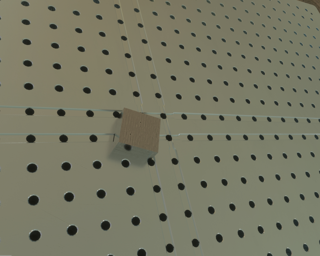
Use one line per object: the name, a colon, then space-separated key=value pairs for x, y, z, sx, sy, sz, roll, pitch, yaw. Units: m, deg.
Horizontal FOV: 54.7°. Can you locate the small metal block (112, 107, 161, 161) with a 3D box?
small metal block: x=-0.029 y=0.008 z=0.389 sx=0.050 sy=0.025 sz=0.050 roll=17 pitch=55 yaw=-19
